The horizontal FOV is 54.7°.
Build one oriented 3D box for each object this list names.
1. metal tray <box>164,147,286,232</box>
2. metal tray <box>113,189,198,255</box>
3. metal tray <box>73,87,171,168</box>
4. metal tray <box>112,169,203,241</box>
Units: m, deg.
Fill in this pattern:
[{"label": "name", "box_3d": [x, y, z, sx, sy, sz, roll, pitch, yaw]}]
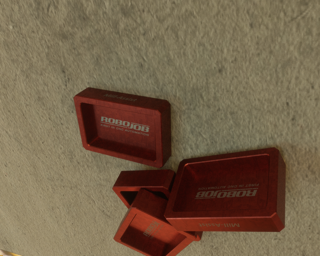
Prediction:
[{"label": "metal tray", "box_3d": [0.076, 0.074, 0.366, 0.130, 0.090, 0.030, -12, 130, 32]}, {"label": "metal tray", "box_3d": [-0.008, 0.145, 0.441, 0.090, 0.030, 0.129, 26, 138, -1]}, {"label": "metal tray", "box_3d": [-0.051, -0.002, 0.427, 0.130, 0.030, 0.089, 11, 123, 21]}, {"label": "metal tray", "box_3d": [0.001, 0.115, 0.452, 0.090, 0.030, 0.130, -7, 129, 31]}]
